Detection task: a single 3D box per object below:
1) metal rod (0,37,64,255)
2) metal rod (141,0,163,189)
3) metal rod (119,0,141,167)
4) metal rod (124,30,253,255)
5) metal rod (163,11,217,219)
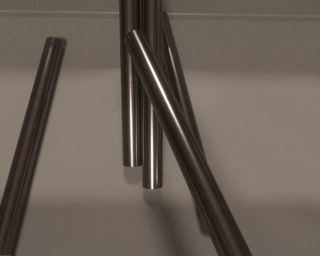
[{"bbox_3d":[-0.170,0.014,0.402,0.025,0.025,0.299,6,70,2],"label":"metal rod"},{"bbox_3d":[-0.010,-0.076,0.373,0.025,0.025,0.298,0,95,-1],"label":"metal rod"},{"bbox_3d":[-0.036,-0.101,0.376,0.025,0.025,0.298,-1,97,-1],"label":"metal rod"},{"bbox_3d":[0.025,0.022,0.291,0.025,0.025,0.299,-20,65,-8],"label":"metal rod"},{"bbox_3d":[0.030,-0.032,0.421,0.025,0.025,0.299,-11,70,-4],"label":"metal rod"}]
